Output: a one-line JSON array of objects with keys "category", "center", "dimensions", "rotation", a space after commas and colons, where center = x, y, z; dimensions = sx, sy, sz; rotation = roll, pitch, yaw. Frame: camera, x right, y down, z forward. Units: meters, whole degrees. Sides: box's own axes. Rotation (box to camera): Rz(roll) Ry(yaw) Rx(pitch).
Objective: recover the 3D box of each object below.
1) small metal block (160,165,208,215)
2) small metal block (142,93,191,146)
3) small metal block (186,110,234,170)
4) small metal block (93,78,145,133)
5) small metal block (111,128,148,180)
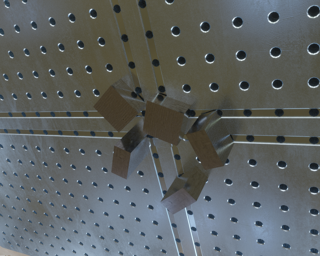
[{"category": "small metal block", "center": [0.034, 0.086, 0.431], "dimensions": [0.025, 0.050, 0.050], "rotation": [45, 129, -3]}, {"category": "small metal block", "center": [0.008, -0.011, 0.400], "dimensions": [0.050, 0.025, 0.050], "rotation": [21, 127, 15]}, {"category": "small metal block", "center": [0.061, 0.014, 0.372], "dimensions": [0.025, 0.050, 0.050], "rotation": [-18, 109, 35]}, {"category": "small metal block", "center": [-0.055, -0.030, 0.422], "dimensions": [0.050, 0.025, 0.050], "rotation": [46, 129, -4]}, {"category": "small metal block", "center": [-0.043, 0.036, 0.440], "dimensions": [0.025, 0.050, 0.050], "rotation": [23, 127, 15]}]
